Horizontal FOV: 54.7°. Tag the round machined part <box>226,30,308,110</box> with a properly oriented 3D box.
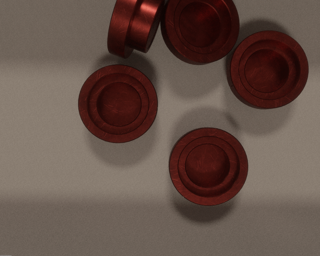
[{"bbox_3d":[0.136,-0.073,0.405,0.099,0.042,0.097,0,90,-1],"label":"round machined part"}]

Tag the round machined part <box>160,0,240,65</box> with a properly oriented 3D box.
[{"bbox_3d":[0.047,-0.129,0.395,0.099,0.042,0.097,-1,93,-16],"label":"round machined part"}]

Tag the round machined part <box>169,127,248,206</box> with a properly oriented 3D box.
[{"bbox_3d":[0.060,0.048,0.404,0.099,0.042,0.097,0,90,-1],"label":"round machined part"}]

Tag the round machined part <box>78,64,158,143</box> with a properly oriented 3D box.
[{"bbox_3d":[-0.052,-0.030,0.402,0.099,0.042,0.097,0,90,-1],"label":"round machined part"}]

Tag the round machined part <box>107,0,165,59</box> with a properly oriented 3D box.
[{"bbox_3d":[-0.025,-0.130,0.375,0.042,0.098,0.098,21,90,0],"label":"round machined part"}]
